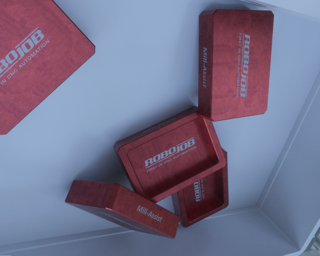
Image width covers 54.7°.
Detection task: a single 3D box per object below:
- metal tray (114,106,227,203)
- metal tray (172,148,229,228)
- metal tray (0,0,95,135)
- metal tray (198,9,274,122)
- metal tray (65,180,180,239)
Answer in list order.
[{"bbox_3d":[0.016,0.036,0.416,0.131,0.030,0.090,-25,105,-13],"label":"metal tray"},{"bbox_3d":[0.064,0.093,0.500,0.091,0.030,0.129,-22,127,-16],"label":"metal tray"},{"bbox_3d":[-0.139,-0.065,0.290,0.130,0.030,0.090,-42,130,1],"label":"metal tray"},{"bbox_3d":[0.095,-0.079,0.389,0.091,0.030,0.129,-9,107,-24],"label":"metal tray"},{"bbox_3d":[-0.046,0.109,0.410,0.130,0.090,0.030,39,58,-40],"label":"metal tray"}]
